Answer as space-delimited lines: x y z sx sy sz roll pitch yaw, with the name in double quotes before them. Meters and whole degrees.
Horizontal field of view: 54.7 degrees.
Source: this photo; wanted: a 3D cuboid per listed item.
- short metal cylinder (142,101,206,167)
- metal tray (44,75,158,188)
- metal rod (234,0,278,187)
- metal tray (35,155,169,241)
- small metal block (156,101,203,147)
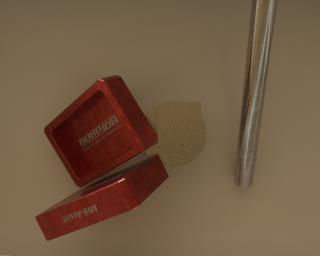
"short metal cylinder" 0.016 0.007 0.399 0.081 0.050 0.079 0 90 -1
"metal tray" -0.075 0.008 0.371 0.130 0.030 0.090 -32 89 35
"metal rod" 0.109 -0.062 0.350 0.025 0.025 0.298 -2 116 0
"metal tray" -0.064 0.078 0.354 0.130 0.090 0.030 -26 91 25
"small metal block" 0.022 -0.004 0.362 0.050 0.025 0.050 -3 90 -1
